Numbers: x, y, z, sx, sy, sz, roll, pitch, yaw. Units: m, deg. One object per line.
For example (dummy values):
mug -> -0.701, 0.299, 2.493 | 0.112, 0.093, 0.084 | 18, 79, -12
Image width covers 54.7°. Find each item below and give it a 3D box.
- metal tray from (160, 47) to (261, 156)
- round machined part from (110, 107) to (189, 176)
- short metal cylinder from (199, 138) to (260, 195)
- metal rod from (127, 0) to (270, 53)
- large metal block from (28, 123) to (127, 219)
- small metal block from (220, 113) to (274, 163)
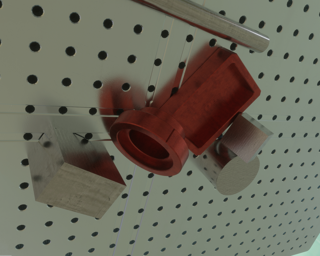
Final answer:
metal tray -> 0.068, -0.033, 0.426 | 0.130, 0.030, 0.090 | -46, 130, 3
round machined part -> -0.009, 0.012, 0.379 | 0.042, 0.098, 0.098 | -57, 137, -31
short metal cylinder -> 0.110, 0.060, 0.495 | 0.081, 0.050, 0.079 | -14, 125, -21
metal rod -> 0.012, -0.134, 0.336 | 0.302, 0.025, 0.025 | 9, 114, -33
large metal block -> -0.096, 0.049, 0.354 | 0.080, 0.080, 0.050 | 31, 101, -38
small metal block -> 0.123, 0.013, 0.441 | 0.025, 0.050, 0.050 | -10, 137, -53
